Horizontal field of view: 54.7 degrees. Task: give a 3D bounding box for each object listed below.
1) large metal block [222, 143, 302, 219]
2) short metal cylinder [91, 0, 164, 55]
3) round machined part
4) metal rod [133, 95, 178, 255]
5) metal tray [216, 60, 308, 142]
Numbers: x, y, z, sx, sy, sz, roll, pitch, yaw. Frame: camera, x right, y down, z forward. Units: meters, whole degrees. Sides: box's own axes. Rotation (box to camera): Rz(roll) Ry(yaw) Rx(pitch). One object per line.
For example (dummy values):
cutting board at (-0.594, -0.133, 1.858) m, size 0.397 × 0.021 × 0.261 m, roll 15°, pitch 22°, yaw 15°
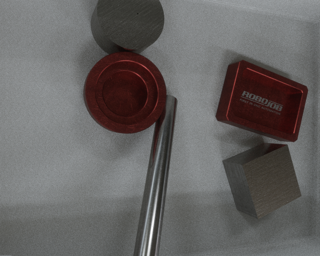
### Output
large metal block at (0.149, 0.074, 0.454) m, size 0.081 × 0.050 × 0.080 m, roll -20°, pitch 97°, yaw -19°
short metal cylinder at (-0.041, -0.131, 0.383) m, size 0.081 × 0.050 × 0.079 m, roll 0°, pitch 90°, yaw -20°
round machined part at (-0.045, -0.042, 0.385) m, size 0.099 × 0.042 × 0.097 m, roll 0°, pitch 90°, yaw -20°
metal rod at (-0.008, 0.087, 0.336) m, size 0.025 × 0.025 × 0.300 m, roll 22°, pitch 55°, yaw -19°
metal tray at (0.156, -0.038, 0.467) m, size 0.131 × 0.030 × 0.090 m, roll 16°, pitch 84°, yaw -20°
